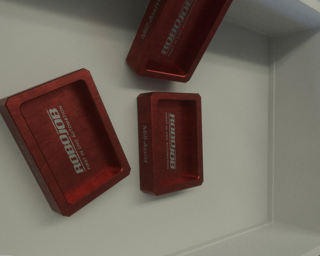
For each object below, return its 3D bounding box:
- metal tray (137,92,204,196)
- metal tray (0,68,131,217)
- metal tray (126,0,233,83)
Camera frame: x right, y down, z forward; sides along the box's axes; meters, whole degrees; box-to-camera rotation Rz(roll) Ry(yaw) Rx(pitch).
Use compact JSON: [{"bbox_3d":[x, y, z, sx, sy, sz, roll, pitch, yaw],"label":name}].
[{"bbox_3d":[0.016,0.018,0.418,0.091,0.030,0.129,-3,92,-40],"label":"metal tray"},{"bbox_3d":[-0.094,0.013,0.325,0.091,0.030,0.129,-33,111,-35],"label":"metal tray"},{"bbox_3d":[0.024,-0.121,0.376,0.091,0.030,0.129,2,128,-40],"label":"metal tray"}]
